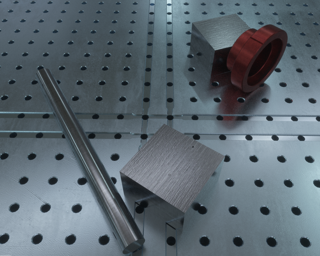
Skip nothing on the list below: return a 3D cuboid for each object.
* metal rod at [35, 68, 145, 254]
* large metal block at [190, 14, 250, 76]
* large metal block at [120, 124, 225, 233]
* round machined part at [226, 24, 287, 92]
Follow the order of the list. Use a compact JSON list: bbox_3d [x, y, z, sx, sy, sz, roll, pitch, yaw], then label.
[{"bbox_3d":[-0.102,0.019,0.390,0.025,0.025,0.300,-24,54,-19],"label":"metal rod"},{"bbox_3d":[0.104,-0.138,0.508,0.081,0.050,0.080,-16,52,-13],"label":"large metal block"},{"bbox_3d":[0.014,0.053,0.346,0.080,0.050,0.080,29,56,22],"label":"large metal block"},{"bbox_3d":[0.135,-0.104,0.448,0.099,0.097,0.042,-34,58,-25],"label":"round machined part"}]
